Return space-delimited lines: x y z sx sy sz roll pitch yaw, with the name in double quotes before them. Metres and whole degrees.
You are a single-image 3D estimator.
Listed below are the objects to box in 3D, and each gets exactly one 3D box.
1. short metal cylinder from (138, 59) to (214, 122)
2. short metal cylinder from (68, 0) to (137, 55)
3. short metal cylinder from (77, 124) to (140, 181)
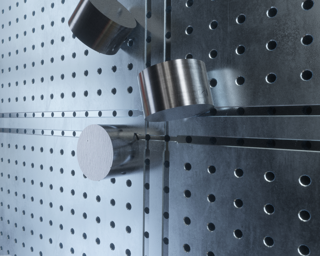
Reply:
"short metal cylinder" 0.018 -0.041 0.357 0.080 0.081 0.050 -17 79 38
"short metal cylinder" -0.081 -0.150 0.438 0.050 0.081 0.080 -46 63 30
"short metal cylinder" -0.077 0.034 0.454 0.080 0.050 0.079 0 90 39
